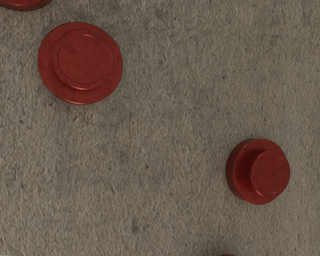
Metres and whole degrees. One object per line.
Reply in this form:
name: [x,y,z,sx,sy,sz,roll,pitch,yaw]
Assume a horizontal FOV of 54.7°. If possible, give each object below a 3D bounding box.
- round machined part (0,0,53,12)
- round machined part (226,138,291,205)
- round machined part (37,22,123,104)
round machined part: [-0.158,-0.184,0.341,0.099,0.042,0.097,0,90,-20]
round machined part: [0.150,0.065,0.455,0.099,0.042,0.097,0,90,-20]
round machined part: [-0.092,-0.077,0.366,0.099,0.042,0.097,0,90,-20]
